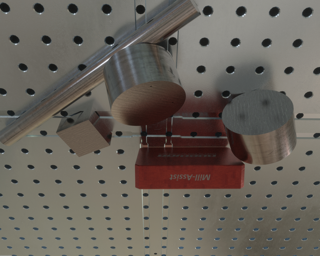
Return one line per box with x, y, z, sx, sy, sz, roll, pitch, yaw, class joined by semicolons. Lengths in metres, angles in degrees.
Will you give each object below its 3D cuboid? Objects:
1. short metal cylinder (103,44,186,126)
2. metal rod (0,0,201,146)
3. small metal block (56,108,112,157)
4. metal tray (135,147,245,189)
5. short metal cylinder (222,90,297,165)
-0.018;-0.045;0.338;0.081;0.050;0.080;-13;151;-7;short metal cylinder
-0.087;-0.055;0.363;0.300;0.025;0.025;-29;124;22;metal rod
-0.101;0.007;0.417;0.050;0.025;0.050;-21;127;16;small metal block
0.036;0.050;0.410;0.131;0.090;0.030;0;100;0;metal tray
0.120;-0.002;0.375;0.080;0.080;0.050;-15;129;12;short metal cylinder
